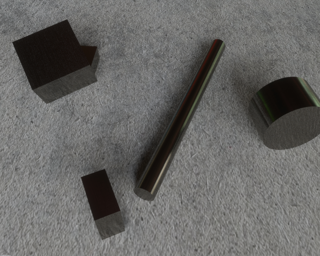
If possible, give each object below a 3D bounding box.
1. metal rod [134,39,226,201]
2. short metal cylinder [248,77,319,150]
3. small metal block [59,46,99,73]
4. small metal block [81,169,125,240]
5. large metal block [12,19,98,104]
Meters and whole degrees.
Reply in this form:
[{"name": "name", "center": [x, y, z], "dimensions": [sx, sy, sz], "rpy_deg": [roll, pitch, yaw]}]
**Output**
[{"name": "metal rod", "center": [0.040, -0.033, 0.430], "dimensions": [0.025, 0.025, 0.301], "rpy_deg": [18, 52, 14]}, {"name": "short metal cylinder", "center": [0.158, -0.017, 0.384], "dimensions": [0.081, 0.080, 0.050], "rpy_deg": [-7, 51, -7]}, {"name": "small metal block", "center": [-0.127, -0.105, 0.490], "dimensions": [0.050, 0.025, 0.050], "rpy_deg": [3, 50, 2]}, {"name": "small metal block", "center": [-0.058, 0.079, 0.320], "dimensions": [0.025, 0.050, 0.050], "rpy_deg": [-18, 53, -15]}, {"name": "large metal block", "center": [-0.146, -0.093, 0.438], "dimensions": [0.080, 0.050, 0.080], "rpy_deg": [-26, 74, -7]}]
